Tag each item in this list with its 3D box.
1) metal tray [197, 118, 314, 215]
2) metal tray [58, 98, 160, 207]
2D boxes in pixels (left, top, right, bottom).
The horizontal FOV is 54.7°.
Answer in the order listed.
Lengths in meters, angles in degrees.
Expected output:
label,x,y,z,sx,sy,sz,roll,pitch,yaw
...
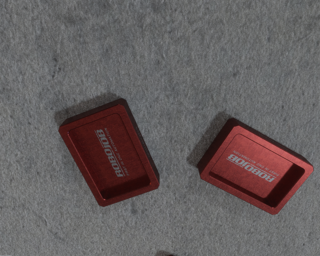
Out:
label,x,y,z,sx,sy,sz,roll,pitch,yaw
metal tray,0.130,0.055,0.429,0.131,0.030,0.090,28,107,-10
metal tray,-0.065,0.035,0.419,0.090,0.030,0.129,-20,109,7
